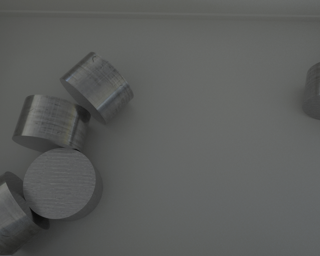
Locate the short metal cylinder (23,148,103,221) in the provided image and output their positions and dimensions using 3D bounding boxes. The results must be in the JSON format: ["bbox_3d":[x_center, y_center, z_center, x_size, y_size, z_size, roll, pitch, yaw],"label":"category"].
[{"bbox_3d":[-0.113,0.069,0.370,0.081,0.050,0.080,0,70,-1],"label":"short metal cylinder"}]

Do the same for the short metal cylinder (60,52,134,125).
[{"bbox_3d":[-0.080,-0.050,0.398,0.080,0.080,0.050,40,75,13],"label":"short metal cylinder"}]

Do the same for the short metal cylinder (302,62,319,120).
[{"bbox_3d":[0.231,-0.046,0.400,0.080,0.080,0.050,15,71,5],"label":"short metal cylinder"}]

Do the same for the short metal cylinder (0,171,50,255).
[{"bbox_3d":[-0.169,0.095,0.344,0.050,0.080,0.080,-36,74,-12],"label":"short metal cylinder"}]

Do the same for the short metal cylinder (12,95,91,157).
[{"bbox_3d":[-0.131,0.000,0.379,0.080,0.080,0.050,8,70,2],"label":"short metal cylinder"}]
